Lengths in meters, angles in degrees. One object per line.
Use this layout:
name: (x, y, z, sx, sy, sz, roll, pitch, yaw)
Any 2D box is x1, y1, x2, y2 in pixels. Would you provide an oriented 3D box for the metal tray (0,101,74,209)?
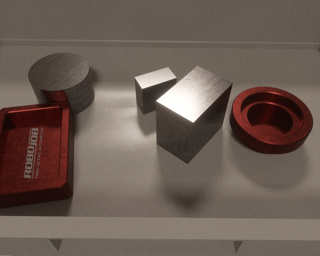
metal tray: (-0.154, 0.027, 0.376, 0.091, 0.030, 0.130, -7, 50, -6)

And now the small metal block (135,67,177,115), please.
small metal block: (-0.006, -0.051, 0.432, 0.050, 0.050, 0.025, -20, 53, -17)

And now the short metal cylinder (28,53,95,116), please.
short metal cylinder: (-0.137, -0.062, 0.439, 0.081, 0.050, 0.080, 0, 50, 0)

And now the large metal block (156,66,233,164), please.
large metal block: (0.041, -0.016, 0.383, 0.050, 0.080, 0.080, 32, 57, 24)

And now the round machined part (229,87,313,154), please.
round machined part: (0.139, -0.005, 0.401, 0.099, 0.042, 0.098, 0, 50, 0)
